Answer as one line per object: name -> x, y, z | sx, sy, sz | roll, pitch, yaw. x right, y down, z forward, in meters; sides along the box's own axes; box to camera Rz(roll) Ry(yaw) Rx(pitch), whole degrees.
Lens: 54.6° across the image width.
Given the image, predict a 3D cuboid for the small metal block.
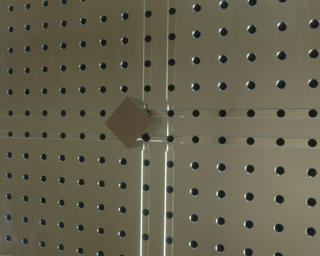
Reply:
small metal block -> -0.039, -0.007, 0.427 | 0.050, 0.025, 0.050 | 46, 104, 14
